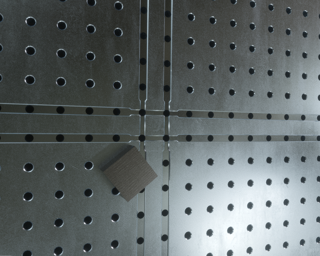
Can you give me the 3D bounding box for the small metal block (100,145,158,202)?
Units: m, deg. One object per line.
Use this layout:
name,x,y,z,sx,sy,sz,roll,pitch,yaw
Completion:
small metal block,-0.040,0.058,0.399,0.050,0.025,0.050,-39,103,-16
